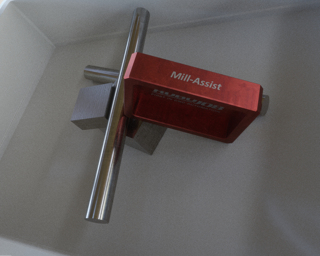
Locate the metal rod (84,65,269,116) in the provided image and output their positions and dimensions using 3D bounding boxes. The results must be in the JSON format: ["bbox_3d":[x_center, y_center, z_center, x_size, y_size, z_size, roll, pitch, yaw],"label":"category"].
[{"bbox_3d":[0.001,-0.060,0.439,0.300,0.025,0.025,16,70,34],"label":"metal rod"}]

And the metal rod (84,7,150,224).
[{"bbox_3d":[-0.046,-0.036,0.385,0.025,0.025,0.299,-6,59,25],"label":"metal rod"}]

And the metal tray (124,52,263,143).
[{"bbox_3d":[0.029,-0.027,0.329,0.131,0.090,0.030,15,67,0],"label":"metal tray"}]

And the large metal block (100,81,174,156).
[{"bbox_3d":[-0.033,-0.020,0.416,0.080,0.050,0.080,20,72,35],"label":"large metal block"}]

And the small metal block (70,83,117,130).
[{"bbox_3d":[-0.081,-0.027,0.397,0.050,0.025,0.050,-6,59,24],"label":"small metal block"}]
